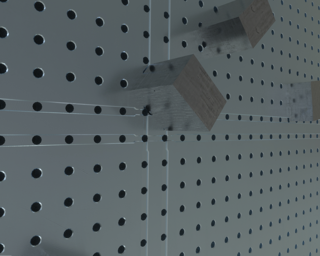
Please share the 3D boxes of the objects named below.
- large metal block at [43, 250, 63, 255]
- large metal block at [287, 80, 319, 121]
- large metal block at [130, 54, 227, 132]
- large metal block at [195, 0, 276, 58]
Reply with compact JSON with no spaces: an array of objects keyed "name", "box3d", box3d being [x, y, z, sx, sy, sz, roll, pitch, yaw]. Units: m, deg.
[{"name":"large metal block","box3d":[-0.093,0.183,0.317,0.080,0.050,0.080,35,68,-35]},{"name":"large metal block","box3d":[0.319,-0.059,0.665,0.081,0.050,0.079,-11,97,-40]},{"name":"large metal block","box3d":[0.024,-0.041,0.395,0.080,0.080,0.050,48,61,-30]},{"name":"large metal block","box3d":[0.115,-0.156,0.472,0.080,0.080,0.050,-49,120,-29]}]
